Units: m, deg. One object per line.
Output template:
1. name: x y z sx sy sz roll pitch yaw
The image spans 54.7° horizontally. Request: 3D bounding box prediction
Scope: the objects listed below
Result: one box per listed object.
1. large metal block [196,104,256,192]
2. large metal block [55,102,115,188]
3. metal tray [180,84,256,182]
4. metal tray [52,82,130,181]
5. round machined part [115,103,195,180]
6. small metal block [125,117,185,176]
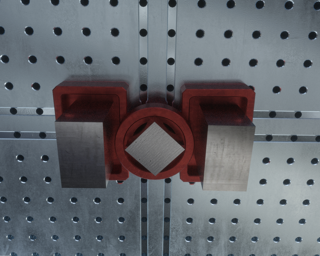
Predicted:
1. large metal block: 0.075 0.021 0.378 0.050 0.080 0.079 1 110 -1
2. large metal block: -0.086 0.017 0.375 0.050 0.080 0.079 1 110 0
3. metal tray: 0.072 0.008 0.413 0.091 0.030 0.129 0 110 0
4. metal tray: -0.086 0.005 0.411 0.091 0.030 0.129 1 110 -1
5. round machined part: -0.007 0.014 0.400 0.099 0.042 0.097 0 110 0
6. small metal block: -0.006 0.021 0.378 0.050 0.025 0.050 43 104 -14
